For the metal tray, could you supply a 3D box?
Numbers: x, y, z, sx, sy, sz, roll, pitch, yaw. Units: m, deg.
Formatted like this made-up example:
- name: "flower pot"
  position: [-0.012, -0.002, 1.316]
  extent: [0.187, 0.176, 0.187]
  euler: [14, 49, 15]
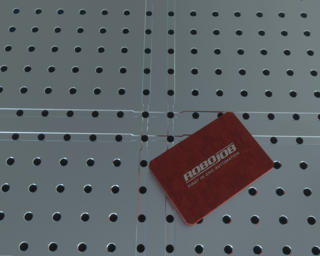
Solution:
- name: "metal tray"
  position: [0.063, 0.050, 0.391]
  extent: [0.131, 0.030, 0.090]
  euler: [-32, 73, -11]
